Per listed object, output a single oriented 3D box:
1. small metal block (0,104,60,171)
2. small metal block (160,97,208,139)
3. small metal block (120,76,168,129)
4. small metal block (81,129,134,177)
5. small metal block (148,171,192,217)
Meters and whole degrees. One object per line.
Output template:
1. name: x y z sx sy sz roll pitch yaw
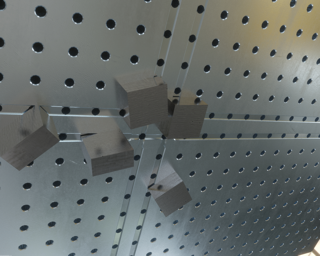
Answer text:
1. small metal block: -0.138 0.008 0.325 0.050 0.050 0.025 -37 129 -3
2. small metal block: 0.032 -0.014 0.419 0.050 0.025 0.050 -3 120 -27
3. small metal block: -0.019 -0.031 0.381 0.050 0.025 0.050 -15 125 -20
4. small metal block: -0.064 0.029 0.377 0.050 0.050 0.025 -11 123 -22
5. small metal block: 0.016 0.104 0.483 0.050 0.025 0.050 -32 129 -8
